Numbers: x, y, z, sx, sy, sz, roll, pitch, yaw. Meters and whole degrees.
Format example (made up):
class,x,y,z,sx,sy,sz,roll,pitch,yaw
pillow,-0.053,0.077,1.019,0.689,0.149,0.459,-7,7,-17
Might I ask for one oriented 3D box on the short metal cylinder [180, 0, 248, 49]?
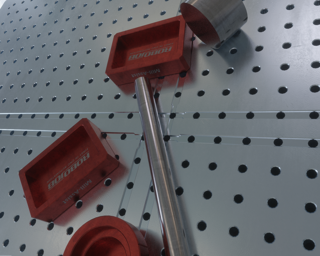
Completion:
class,x,y,z,sx,sy,sz,roll,pitch,yaw
short metal cylinder,0.074,-0.158,0.431,0.050,0.080,0.080,-43,51,-1

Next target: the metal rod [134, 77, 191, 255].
class,x,y,z,sx,sy,sz,roll,pitch,yaw
metal rod,0.001,0.051,0.376,0.025,0.025,0.299,-23,53,14

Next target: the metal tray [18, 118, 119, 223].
class,x,y,z,sx,sy,sz,roll,pitch,yaw
metal tray,-0.132,0.057,0.438,0.130,0.030,0.090,-40,51,1

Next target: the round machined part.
class,x,y,z,sx,sy,sz,roll,pitch,yaw
round machined part,-0.055,0.149,0.335,0.098,0.042,0.098,-13,56,21

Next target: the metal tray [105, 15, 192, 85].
class,x,y,z,sx,sy,sz,roll,pitch,yaw
metal tray,-0.017,-0.122,0.488,0.130,0.030,0.090,-7,58,24
